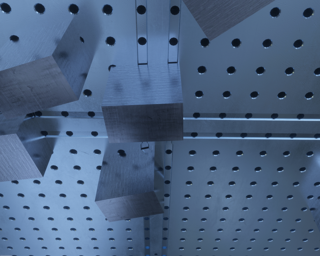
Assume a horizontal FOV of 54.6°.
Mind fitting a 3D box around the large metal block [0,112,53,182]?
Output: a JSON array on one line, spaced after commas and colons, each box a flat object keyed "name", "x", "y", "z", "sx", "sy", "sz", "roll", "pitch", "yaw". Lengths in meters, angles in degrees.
[{"name": "large metal block", "x": -0.203, "y": 0.025, "z": 0.415, "sx": 0.080, "sy": 0.050, "sz": 0.080, "roll": -7, "pitch": 130, "yaw": 6}]

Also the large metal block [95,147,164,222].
[{"name": "large metal block", "x": -0.040, "y": 0.080, "z": 0.443, "sx": 0.080, "sy": 0.080, "sz": 0.050, "roll": -12, "pitch": 129, "yaw": 10}]

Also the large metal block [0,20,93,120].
[{"name": "large metal block", "x": -0.125, "y": -0.062, "z": 0.322, "sx": 0.080, "sy": 0.080, "sz": 0.050, "roll": -14, "pitch": 129, "yaw": 11}]

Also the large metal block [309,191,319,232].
[{"name": "large metal block", "x": 0.308, "y": 0.130, "z": 0.508, "sx": 0.080, "sy": 0.050, "sz": 0.080, "roll": 2, "pitch": 130, "yaw": -2}]

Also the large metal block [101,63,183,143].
[{"name": "large metal block", "x": -0.016, "y": -0.030, "z": 0.350, "sx": 0.080, "sy": 0.080, "sz": 0.050, "roll": -2, "pitch": 130, "yaw": 2}]

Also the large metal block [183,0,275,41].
[{"name": "large metal block", "x": 0.056, "y": -0.140, "z": 0.276, "sx": 0.080, "sy": 0.050, "sz": 0.080, "roll": -29, "pitch": 125, "yaw": 22}]
